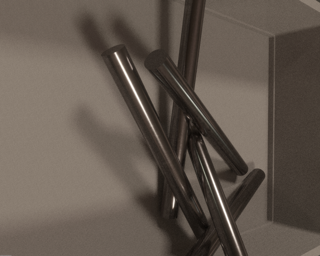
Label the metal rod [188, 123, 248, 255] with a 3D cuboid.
[{"bbox_3d":[0.074,0.106,0.373,0.025,0.025,0.299,7,54,-40],"label":"metal rod"}]

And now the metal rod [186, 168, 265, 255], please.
[{"bbox_3d":[0.097,0.126,0.441,0.302,0.025,0.025,-27,108,-53],"label":"metal rod"}]

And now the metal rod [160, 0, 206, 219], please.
[{"bbox_3d":[0.029,-0.028,0.399,0.025,0.025,0.298,-1,101,-40],"label":"metal rod"}]

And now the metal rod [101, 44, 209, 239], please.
[{"bbox_3d":[0.011,0.043,0.368,0.025,0.025,0.299,-45,125,-31],"label":"metal rod"}]

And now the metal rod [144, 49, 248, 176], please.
[{"bbox_3d":[0.067,0.002,0.414,0.300,0.025,0.025,44,63,-49],"label":"metal rod"}]
